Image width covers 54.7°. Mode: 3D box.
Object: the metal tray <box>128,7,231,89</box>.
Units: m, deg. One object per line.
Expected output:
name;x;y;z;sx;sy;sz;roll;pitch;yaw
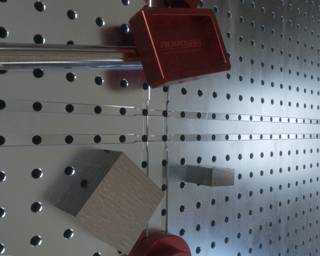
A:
metal tray;0.031;-0.106;0.401;0.131;0.030;0.090;-17;90;-40

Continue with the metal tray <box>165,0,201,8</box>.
metal tray;0.015;-0.232;0.419;0.130;0.030;0.090;40;66;-33

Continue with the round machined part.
round machined part;0.009;0.192;0.408;0.099;0.042;0.097;0;90;-40

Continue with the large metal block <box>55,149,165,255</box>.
large metal block;-0.053;0.081;0.350;0.080;0.050;0.080;50;61;-29

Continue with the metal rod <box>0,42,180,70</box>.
metal rod;-0.090;-0.077;0.334;0.302;0.025;0.025;-11;97;-40

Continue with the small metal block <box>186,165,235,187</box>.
small metal block;0.074;0.070;0.458;0.050;0.050;0.025;6;86;-40
